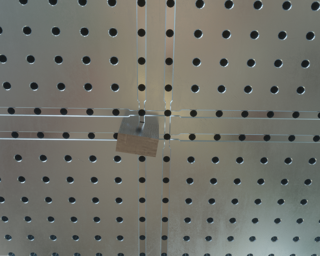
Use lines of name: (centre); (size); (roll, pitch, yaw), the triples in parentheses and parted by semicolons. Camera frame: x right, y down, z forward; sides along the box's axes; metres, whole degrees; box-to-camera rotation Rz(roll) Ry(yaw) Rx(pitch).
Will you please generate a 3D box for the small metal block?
small metal block: (-0.028, 0.013, 0.404); (0.050, 0.050, 0.025); (9, 110, -4)
